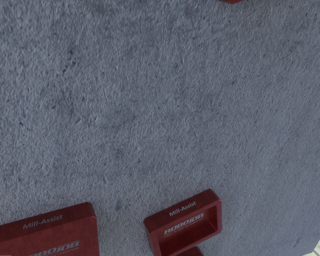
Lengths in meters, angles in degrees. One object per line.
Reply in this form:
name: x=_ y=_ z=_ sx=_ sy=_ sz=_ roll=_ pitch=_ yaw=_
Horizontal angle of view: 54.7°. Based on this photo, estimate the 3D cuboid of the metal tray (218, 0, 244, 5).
metal tray: x=0.098 y=-0.210 z=0.327 sx=0.091 sy=0.030 sz=0.129 roll=-24 pitch=127 yaw=-14

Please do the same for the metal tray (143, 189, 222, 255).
metal tray: x=0.043 y=0.168 z=0.530 sx=0.131 sy=0.030 sz=0.089 roll=-21 pitch=127 yaw=-16

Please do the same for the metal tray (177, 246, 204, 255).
metal tray: x=0.043 y=0.302 z=0.613 sx=0.091 sy=0.030 sz=0.129 roll=-17 pitch=125 yaw=-19

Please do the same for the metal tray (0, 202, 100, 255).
metal tray: x=-0.152 y=0.158 z=0.419 sx=0.131 sy=0.030 sz=0.089 roll=-11 pitch=123 yaw=-23
